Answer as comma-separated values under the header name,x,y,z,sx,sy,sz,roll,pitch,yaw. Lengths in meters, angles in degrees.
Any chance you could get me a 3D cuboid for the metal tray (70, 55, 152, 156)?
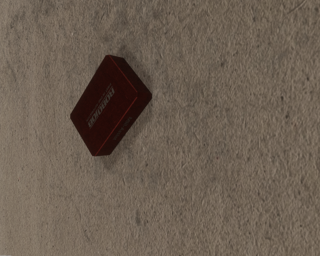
name,x,y,z,sx,sy,sz,roll,pitch,yaw
metal tray,-0.078,-0.031,0.464,0.129,0.030,0.090,-51,60,27
